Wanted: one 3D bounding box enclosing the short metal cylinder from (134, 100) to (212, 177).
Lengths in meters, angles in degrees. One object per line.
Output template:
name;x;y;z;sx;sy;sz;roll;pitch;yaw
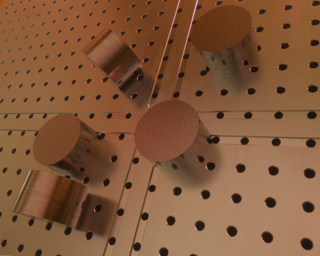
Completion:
short metal cylinder;0.017;0.013;0.374;0.080;0.050;0.080;-13;57;21

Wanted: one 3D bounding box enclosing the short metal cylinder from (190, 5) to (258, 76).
short metal cylinder;0.087;-0.117;0.418;0.080;0.050;0.080;-13;56;20

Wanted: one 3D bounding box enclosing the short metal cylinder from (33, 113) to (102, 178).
short metal cylinder;-0.132;0.025;0.444;0.080;0.050;0.080;-13;56;20

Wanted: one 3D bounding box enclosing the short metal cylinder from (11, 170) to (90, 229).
short metal cylinder;-0.134;0.090;0.386;0.080;0.080;0.050;1;63;28

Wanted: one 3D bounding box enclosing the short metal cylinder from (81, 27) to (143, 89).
short metal cylinder;-0.073;-0.106;0.474;0.050;0.080;0.080;-45;51;-3
